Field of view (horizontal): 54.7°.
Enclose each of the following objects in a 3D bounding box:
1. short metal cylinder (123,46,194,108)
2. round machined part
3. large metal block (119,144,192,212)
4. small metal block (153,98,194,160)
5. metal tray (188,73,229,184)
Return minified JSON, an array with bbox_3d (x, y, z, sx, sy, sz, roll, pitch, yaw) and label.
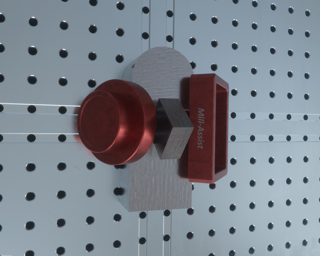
[{"bbox_3d":[-0.003,-0.059,0.397,0.081,0.050,0.080,0,90,-20],"label":"short metal cylinder"},{"bbox_3d":[-0.055,-0.006,0.349,0.042,0.098,0.097,2,89,-53],"label":"round machined part"},{"bbox_3d":[-0.006,0.059,0.397,0.081,0.050,0.080,2,89,-20],"label":"large metal block"},{"bbox_3d":[0.011,0.001,0.358,0.025,0.050,0.050,0,132,-23],"label":"small metal block"},{"bbox_3d":[0.066,0.001,0.404,0.030,0.090,0.129,1,90,23],"label":"metal tray"}]
